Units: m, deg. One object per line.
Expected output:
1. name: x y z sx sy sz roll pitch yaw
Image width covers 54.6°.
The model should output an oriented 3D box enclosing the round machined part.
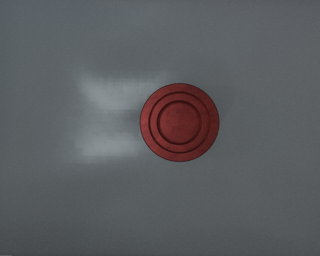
1. round machined part: 0.024 -0.007 0.403 0.099 0.042 0.097 0 90 0
